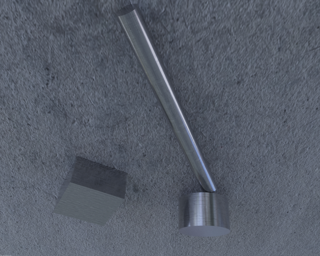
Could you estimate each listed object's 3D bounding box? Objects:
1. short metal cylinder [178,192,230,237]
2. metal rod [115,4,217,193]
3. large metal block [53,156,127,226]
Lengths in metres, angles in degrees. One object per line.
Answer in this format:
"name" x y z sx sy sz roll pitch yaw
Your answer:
"short metal cylinder" 0.070 0.140 0.496 0.081 0.050 0.080 2 150 1
"metal rod" 0.022 -0.012 0.397 0.025 0.025 0.299 -17 129 13
"large metal block" -0.106 0.098 0.473 0.080 0.050 0.080 22 127 -19
